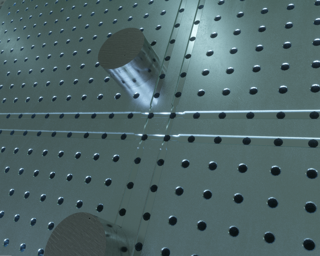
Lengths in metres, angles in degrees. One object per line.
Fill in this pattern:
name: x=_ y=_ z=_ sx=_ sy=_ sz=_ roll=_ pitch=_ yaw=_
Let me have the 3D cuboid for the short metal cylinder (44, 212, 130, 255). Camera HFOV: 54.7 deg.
short metal cylinder: x=-0.081 y=0.141 z=0.348 sx=0.080 sy=0.050 sz=0.080 roll=-13 pitch=56 yaw=21

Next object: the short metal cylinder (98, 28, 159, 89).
short metal cylinder: x=-0.049 y=-0.109 z=0.485 sx=0.080 sy=0.050 sz=0.080 roll=-13 pitch=56 yaw=21
